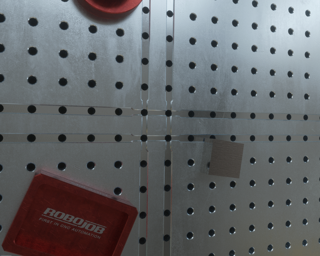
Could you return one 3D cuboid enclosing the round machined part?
[{"bbox_3d":[-0.061,-0.190,0.381,0.099,0.042,0.097,0,90,-20],"label":"round machined part"}]

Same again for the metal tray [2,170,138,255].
[{"bbox_3d":[-0.103,0.116,0.371,0.131,0.030,0.090,25,82,-18],"label":"metal tray"}]

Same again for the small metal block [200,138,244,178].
[{"bbox_3d":[0.089,0.043,0.445,0.050,0.025,0.050,10,87,-20],"label":"small metal block"}]
